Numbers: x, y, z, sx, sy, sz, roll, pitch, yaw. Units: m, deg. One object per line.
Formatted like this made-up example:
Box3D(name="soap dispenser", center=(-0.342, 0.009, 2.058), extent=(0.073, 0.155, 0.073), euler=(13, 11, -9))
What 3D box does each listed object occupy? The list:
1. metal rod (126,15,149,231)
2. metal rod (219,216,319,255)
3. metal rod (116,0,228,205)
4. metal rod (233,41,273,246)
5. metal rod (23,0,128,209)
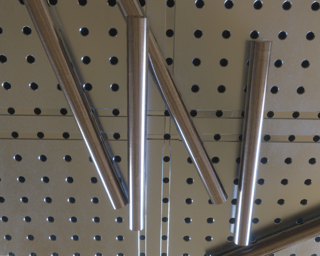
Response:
Box3D(name="metal rod", center=(-0.030, 0.012, 0.403), extent=(0.025, 0.025, 0.298), euler=(2, 116, -1))
Box3D(name="metal rod", center=(0.216, 0.162, 0.476), extent=(0.301, 0.025, 0.025), euler=(-26, 108, 8))
Box3D(name="metal rod", center=(0.024, -0.023, 0.405), extent=(0.025, 0.025, 0.299), euler=(-24, 109, 8))
Box3D(name="metal rod", center=(0.125, 0.034, 0.427), extent=(0.025, 0.025, 0.298), euler=(-1, 110, 0))
Box3D(name="metal rod", center=(-0.102, -0.023, 0.403), extent=(0.025, 0.025, 0.298), euler=(-16, 110, 5))
